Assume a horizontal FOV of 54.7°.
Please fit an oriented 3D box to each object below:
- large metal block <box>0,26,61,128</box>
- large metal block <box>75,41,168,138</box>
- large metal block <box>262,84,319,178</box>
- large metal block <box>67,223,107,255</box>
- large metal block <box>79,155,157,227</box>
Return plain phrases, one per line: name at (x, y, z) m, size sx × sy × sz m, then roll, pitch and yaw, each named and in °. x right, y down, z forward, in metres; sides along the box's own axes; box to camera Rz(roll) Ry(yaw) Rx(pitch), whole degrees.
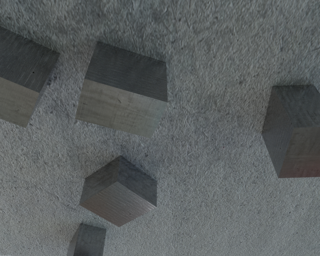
large metal block at (-0.160, -0.057, 0.321) m, size 0.080 × 0.080 × 0.050 m, roll 23°, pitch 126°, yaw -19°
large metal block at (-0.039, -0.043, 0.334) m, size 0.081 × 0.080 × 0.050 m, roll 15°, pitch 129°, yaw -13°
large metal block at (0.165, 0.003, 0.375) m, size 0.050 × 0.080 × 0.079 m, roll -2°, pitch 130°, yaw 1°
large metal block at (-0.141, 0.237, 0.571) m, size 0.050 × 0.080 × 0.079 m, roll 20°, pitch 127°, yaw -16°
large metal block at (-0.062, 0.099, 0.474) m, size 0.080 × 0.050 × 0.080 m, roll -34°, pitch 123°, yaw 25°
